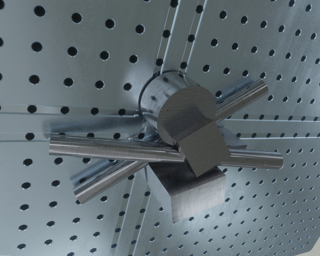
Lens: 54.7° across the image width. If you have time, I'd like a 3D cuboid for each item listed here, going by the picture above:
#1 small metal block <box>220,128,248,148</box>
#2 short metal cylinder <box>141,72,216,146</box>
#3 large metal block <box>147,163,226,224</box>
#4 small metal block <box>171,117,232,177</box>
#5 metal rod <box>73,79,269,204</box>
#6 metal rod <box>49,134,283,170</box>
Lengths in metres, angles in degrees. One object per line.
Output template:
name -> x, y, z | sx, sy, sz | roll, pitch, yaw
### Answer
small metal block -> 0.089, 0.023, 0.454 | 0.050, 0.050, 0.025 | 0, 118, -28
short metal cylinder -> 0.022, -0.024, 0.388 | 0.081, 0.050, 0.079 | -14, 123, -21
large metal block -> 0.034, 0.074, 0.435 | 0.081, 0.080, 0.050 | -17, 125, -19
small metal block -> 0.050, 0.022, 0.372 | 0.050, 0.025, 0.050 | -31, 106, -8
metal rod -> 0.021, 0.014, 0.428 | 0.301, 0.025, 0.025 | -30, 129, -9
metal rod -> 0.020, 0.032, 0.392 | 0.302, 0.025, 0.025 | 5, 117, -16
